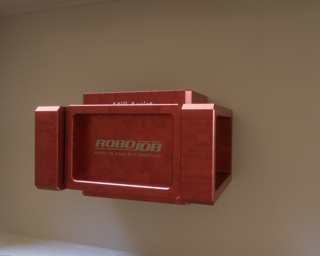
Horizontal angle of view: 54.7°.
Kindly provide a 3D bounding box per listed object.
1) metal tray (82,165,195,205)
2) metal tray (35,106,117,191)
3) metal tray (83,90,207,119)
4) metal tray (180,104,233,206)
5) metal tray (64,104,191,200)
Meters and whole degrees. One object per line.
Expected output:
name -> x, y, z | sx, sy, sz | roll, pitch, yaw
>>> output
metal tray -> -0.016, 0.064, 0.378 | 0.130, 0.090, 0.030 | 0, 90, 20
metal tray -> -0.098, 0.021, 0.388 | 0.030, 0.130, 0.089 | 1, 91, 20
metal tray -> -0.015, -0.026, 0.378 | 0.130, 0.090, 0.030 | 0, 91, 20
metal tray -> 0.054, 0.022, 0.333 | 0.030, 0.130, 0.089 | 1, 91, 20
metal tray -> -0.035, 0.021, 0.323 | 0.130, 0.030, 0.089 | 1, 90, 19
